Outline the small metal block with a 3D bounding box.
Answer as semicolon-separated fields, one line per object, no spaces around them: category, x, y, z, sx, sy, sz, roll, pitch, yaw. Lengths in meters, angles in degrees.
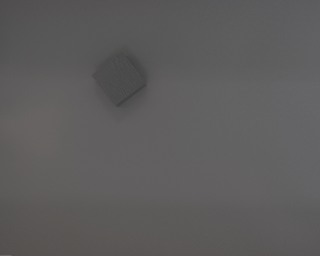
small metal block;-0.053;-0.063;0.411;0.050;0.025;0.050;-37;90;0
